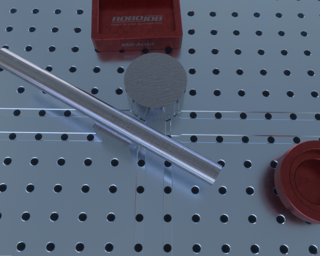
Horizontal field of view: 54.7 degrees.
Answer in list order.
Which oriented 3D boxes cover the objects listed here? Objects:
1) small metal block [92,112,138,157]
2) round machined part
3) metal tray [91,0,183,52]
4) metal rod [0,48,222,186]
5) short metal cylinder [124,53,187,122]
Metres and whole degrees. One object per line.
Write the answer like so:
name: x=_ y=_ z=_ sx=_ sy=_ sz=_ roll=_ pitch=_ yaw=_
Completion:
small metal block: x=-0.053 y=0.008 z=0.395 sx=0.050 sy=0.050 sz=0.025 roll=26 pitch=72 yaw=9
round machined part: x=0.189 y=0.067 z=0.380 sx=0.099 sy=0.042 sz=0.098 roll=0 pitch=70 yaw=-1
metal tray: x=-0.035 y=-0.164 z=0.468 sx=0.131 sy=0.030 sz=0.090 roll=-3 pitch=70 yaw=-2
metal rod: x=-0.068 y=-0.018 z=0.364 sx=0.301 sy=0.025 sz=0.025 roll=28 pitch=72 yaw=10
short metal cylinder: x=-0.006 y=-0.054 z=0.418 sx=0.081 sy=0.050 sz=0.080 roll=0 pitch=70 yaw=0
